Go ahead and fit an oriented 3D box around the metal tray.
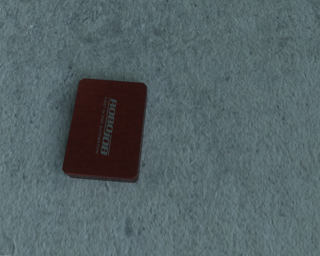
[{"bbox_3d":[-0.067,0.002,0.404,0.091,0.030,0.130,5,70,1],"label":"metal tray"}]
